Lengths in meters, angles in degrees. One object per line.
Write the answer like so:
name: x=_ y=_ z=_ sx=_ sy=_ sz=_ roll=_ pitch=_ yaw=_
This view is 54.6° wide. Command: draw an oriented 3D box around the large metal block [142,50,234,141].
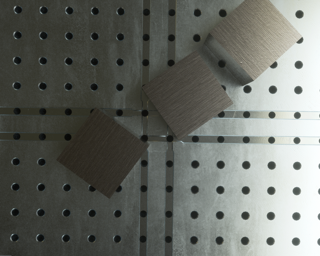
large metal block: x=0.034 y=-0.040 z=0.401 sx=0.080 sy=0.050 sz=0.080 roll=-35 pitch=90 yaw=0

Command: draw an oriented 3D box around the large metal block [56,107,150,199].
large metal block: x=-0.070 y=0.030 z=0.400 sx=0.080 sy=0.050 sz=0.080 roll=37 pitch=90 yaw=0

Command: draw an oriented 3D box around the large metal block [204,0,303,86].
large metal block: x=0.117 y=-0.114 z=0.401 sx=0.080 sy=0.050 sz=0.080 roll=-43 pitch=90 yaw=0
